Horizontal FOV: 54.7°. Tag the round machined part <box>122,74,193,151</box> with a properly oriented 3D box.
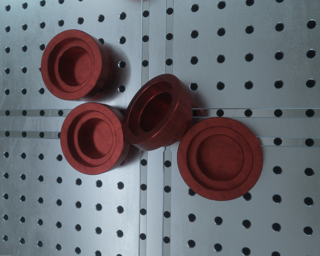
[{"bbox_3d":[0.001,-0.015,0.385,0.098,0.042,0.098,-30,43,32],"label":"round machined part"}]

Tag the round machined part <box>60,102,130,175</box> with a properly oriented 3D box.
[{"bbox_3d":[-0.085,0.014,0.432,0.098,0.042,0.097,0,90,19],"label":"round machined part"}]

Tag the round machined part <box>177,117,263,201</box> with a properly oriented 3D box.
[{"bbox_3d":[0.074,0.035,0.376,0.098,0.042,0.097,0,91,17],"label":"round machined part"}]

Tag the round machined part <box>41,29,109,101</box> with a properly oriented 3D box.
[{"bbox_3d":[-0.116,-0.087,0.443,0.098,0.042,0.097,0,90,19],"label":"round machined part"}]
